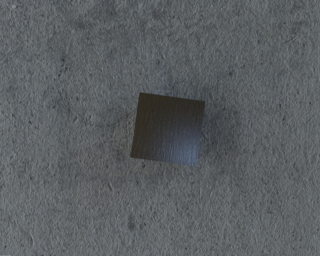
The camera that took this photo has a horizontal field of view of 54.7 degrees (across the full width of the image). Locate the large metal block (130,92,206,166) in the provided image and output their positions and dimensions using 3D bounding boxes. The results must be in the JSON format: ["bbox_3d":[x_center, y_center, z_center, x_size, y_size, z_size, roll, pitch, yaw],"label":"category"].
[{"bbox_3d":[0.010,0.001,0.399,0.081,0.050,0.080,8,90,-1],"label":"large metal block"}]
